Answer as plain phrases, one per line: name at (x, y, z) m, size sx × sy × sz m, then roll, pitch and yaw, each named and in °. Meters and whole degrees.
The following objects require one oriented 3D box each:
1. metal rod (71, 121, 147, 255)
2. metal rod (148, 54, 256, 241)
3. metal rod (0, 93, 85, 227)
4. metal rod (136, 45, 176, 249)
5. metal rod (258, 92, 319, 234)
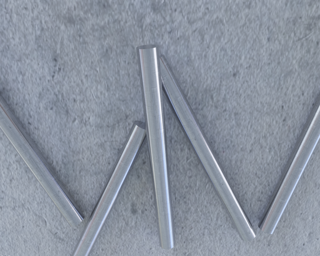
metal rod at (-0.086, 0.123, 0.454) m, size 0.025 × 0.025 × 0.298 m, roll 24°, pitch 108°, yaw -9°
metal rod at (0.064, 0.040, 0.425) m, size 0.025 × 0.025 × 0.299 m, roll -27°, pitch 108°, yaw 9°
metal rod at (-0.188, 0.011, 0.411) m, size 0.025 × 0.025 × 0.299 m, roll -25°, pitch 109°, yaw 8°
metal rod at (-0.001, 0.043, 0.411) m, size 0.025 × 0.025 × 0.298 m, roll -5°, pitch 115°, yaw 1°
metal rod at (0.200, 0.017, 0.418) m, size 0.025 × 0.025 × 0.298 m, roll 15°, pitch 109°, yaw -6°
